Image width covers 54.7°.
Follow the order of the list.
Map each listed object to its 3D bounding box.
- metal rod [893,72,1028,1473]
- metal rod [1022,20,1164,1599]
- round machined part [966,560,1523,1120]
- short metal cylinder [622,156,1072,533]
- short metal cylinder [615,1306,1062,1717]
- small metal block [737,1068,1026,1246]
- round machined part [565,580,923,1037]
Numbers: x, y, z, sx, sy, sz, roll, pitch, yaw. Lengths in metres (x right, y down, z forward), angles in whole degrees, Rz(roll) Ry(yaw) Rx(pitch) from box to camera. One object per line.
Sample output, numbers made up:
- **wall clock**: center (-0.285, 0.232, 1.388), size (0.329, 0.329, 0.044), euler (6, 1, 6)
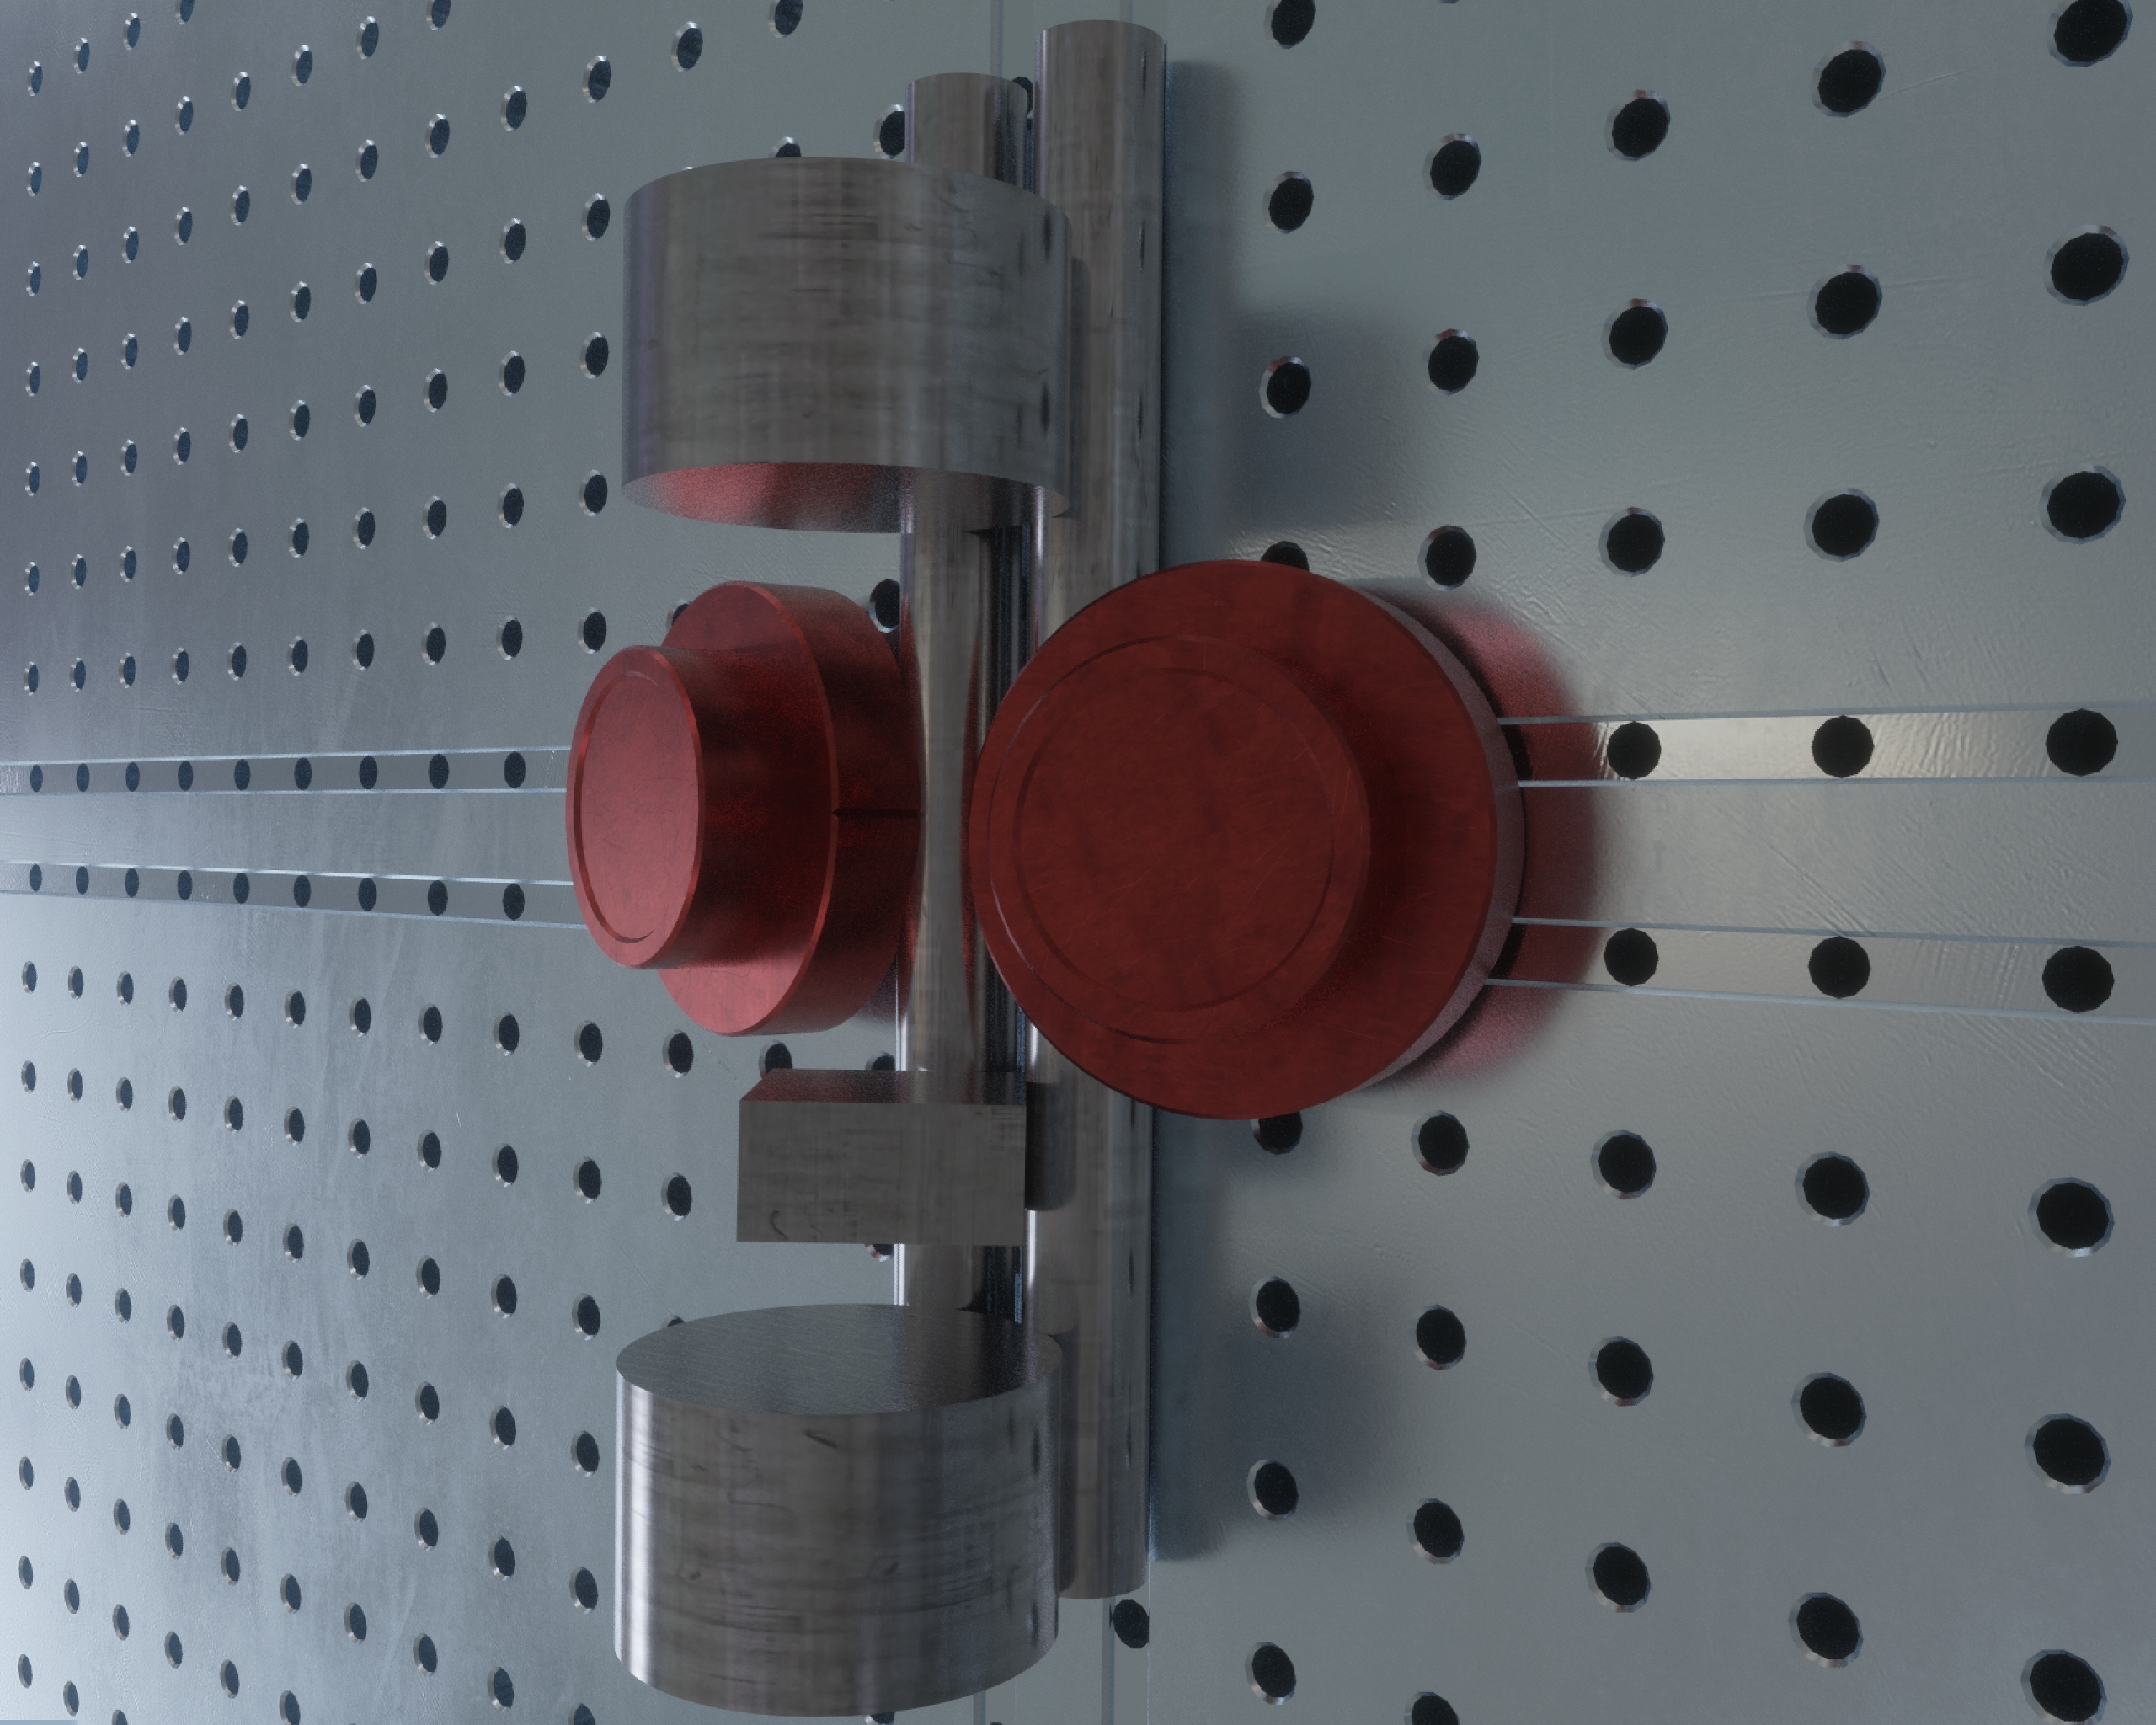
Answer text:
- **metal rod**: center (-0.024, -0.008, 0.429), size (0.025, 0.025, 0.298), euler (1, 91, 40)
- **metal rod**: center (0.003, -0.010, 0.406), size (0.025, 0.025, 0.298), euler (1, 91, 40)
- **round machined part**: center (0.024, -0.004, 0.361), size (0.098, 0.042, 0.097), euler (0, 90, 25)
- **short metal cylinder**: center (-0.041, -0.090, 0.379), size (0.080, 0.081, 0.050), euler (1, 91, 40)
- **short metal cylinder**: center (-0.043, 0.115, 0.381), size (0.080, 0.081, 0.050), euler (1, 91, 40)
- **small metal block**: center (-0.035, 0.054, 0.392), size (0.050, 0.050, 0.025), euler (1, 91, -2)
- **round machined part**: center (-0.077, -0.011, 0.446), size (0.098, 0.042, 0.097), euler (0, 90, 54)
